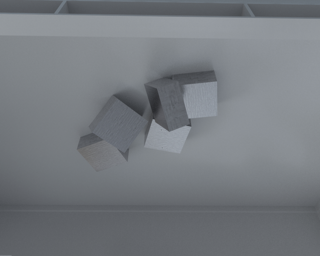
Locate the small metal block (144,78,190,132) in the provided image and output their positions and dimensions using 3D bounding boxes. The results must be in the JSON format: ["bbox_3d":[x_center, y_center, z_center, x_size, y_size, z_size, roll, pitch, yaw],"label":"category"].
[{"bbox_3d":[0.007,-0.028,0.355,0.025,0.050,0.050,-21,109,-13],"label":"small metal block"}]

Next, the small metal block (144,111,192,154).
[{"bbox_3d":[0.009,0.004,0.412,0.050,0.025,0.050,11,130,-10],"label":"small metal block"}]

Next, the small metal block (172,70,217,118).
[{"bbox_3d":[0.042,-0.039,0.376,0.050,0.025,0.050,-6,130,4],"label":"small metal block"}]

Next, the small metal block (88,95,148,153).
[{"bbox_3d":[-0.052,-0.005,0.389,0.050,0.025,0.050,37,90,-27],"label":"small metal block"}]

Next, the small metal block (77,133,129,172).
[{"bbox_3d":[-0.079,0.030,0.434,0.050,0.025,0.050,-19,128,15],"label":"small metal block"}]
